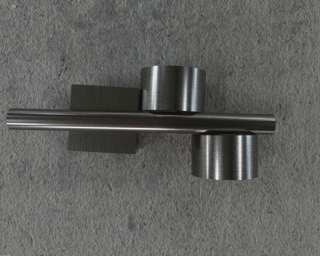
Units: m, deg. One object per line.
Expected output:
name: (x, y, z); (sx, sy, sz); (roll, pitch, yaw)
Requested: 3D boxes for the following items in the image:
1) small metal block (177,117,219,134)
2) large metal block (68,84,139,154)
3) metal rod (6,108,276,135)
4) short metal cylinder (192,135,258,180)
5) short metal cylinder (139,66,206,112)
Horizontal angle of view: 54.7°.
small metal block: (0.046, -0.005, 0.398); (0.050, 0.050, 0.025); (1, 90, -1)
large metal block: (-0.068, -0.011, 0.395); (0.081, 0.050, 0.079); (3, 90, -1)
metal rod: (-0.020, -0.007, 0.360); (0.302, 0.025, 0.025); (1, 90, -2)
short metal cylinder: (0.080, 0.033, 0.384); (0.081, 0.080, 0.050); (0, 90, -1)
short metal cylinder: (0.016, -0.045, 0.385); (0.081, 0.080, 0.050); (2, 90, -1)
